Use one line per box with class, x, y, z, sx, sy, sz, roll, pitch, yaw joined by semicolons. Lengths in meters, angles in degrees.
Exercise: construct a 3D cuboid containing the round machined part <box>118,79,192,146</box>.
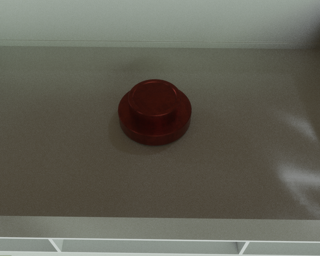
round machined part;-0.007;-0.028;0.414;0.099;0.042;0.098;0;50;0
